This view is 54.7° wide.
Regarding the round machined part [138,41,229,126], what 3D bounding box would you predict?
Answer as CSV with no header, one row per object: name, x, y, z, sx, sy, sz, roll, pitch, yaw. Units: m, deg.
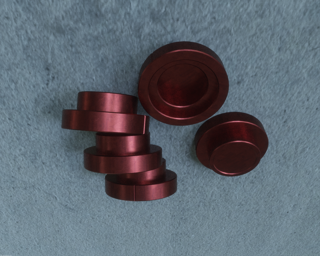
round machined part,0.025,-0.053,0.351,0.099,0.042,0.097,-1,130,-1

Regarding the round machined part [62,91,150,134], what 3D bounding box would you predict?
round machined part,-0.061,-0.017,0.357,0.099,0.098,0.042,4,90,-4

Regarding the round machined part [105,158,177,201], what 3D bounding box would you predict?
round machined part,-0.026,0.064,0.426,0.099,0.098,0.042,-1,96,0

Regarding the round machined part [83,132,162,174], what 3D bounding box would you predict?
round machined part,-0.047,0.026,0.393,0.099,0.098,0.042,-1,96,0

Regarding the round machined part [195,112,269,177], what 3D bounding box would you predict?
round machined part,0.098,0.029,0.422,0.099,0.042,0.097,-1,130,0
